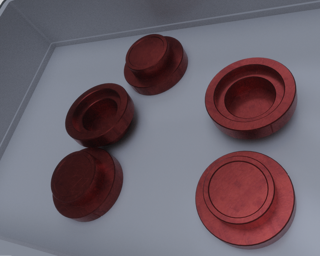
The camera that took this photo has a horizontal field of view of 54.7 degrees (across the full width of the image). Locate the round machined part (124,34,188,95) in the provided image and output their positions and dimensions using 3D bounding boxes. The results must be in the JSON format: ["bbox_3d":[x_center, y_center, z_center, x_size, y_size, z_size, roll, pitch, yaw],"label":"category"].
[{"bbox_3d":[-0.012,-0.100,0.461,0.098,0.042,0.098,-13,56,20],"label":"round machined part"}]

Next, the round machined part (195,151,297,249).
[{"bbox_3d":[0.082,0.067,0.310,0.098,0.042,0.098,-13,56,20],"label":"round machined part"}]

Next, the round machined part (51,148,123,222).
[{"bbox_3d":[-0.101,0.069,0.404,0.098,0.042,0.098,-13,57,20],"label":"round machined part"}]

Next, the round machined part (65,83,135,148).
[{"bbox_3d":[-0.080,-0.013,0.440,0.098,0.042,0.098,-13,51,17],"label":"round machined part"}]

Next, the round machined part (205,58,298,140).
[{"bbox_3d":[0.105,-0.030,0.357,0.098,0.042,0.098,-13,56,20],"label":"round machined part"}]
